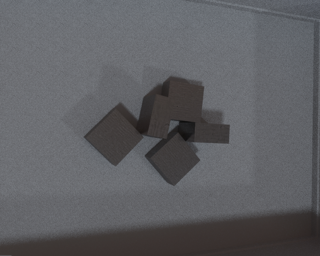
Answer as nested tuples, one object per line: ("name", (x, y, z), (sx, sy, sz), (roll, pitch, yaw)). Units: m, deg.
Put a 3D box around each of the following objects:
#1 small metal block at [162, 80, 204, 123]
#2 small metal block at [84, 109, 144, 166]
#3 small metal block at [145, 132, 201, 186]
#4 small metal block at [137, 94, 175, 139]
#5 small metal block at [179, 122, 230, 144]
("small metal block", (0.029, -0.034, 0.421), (0.050, 0.025, 0.050), (7, 88, -20))
("small metal block", (-0.058, 0.012, 0.388), (0.050, 0.025, 0.050), (-47, 105, -14))
("small metal block", (0.017, 0.041, 0.416), (0.050, 0.025, 0.050), (-43, 104, -15))
("small metal block", (-0.007, -0.014, 0.393), (0.025, 0.050, 0.050), (13, 86, -20))
("small metal block", (0.058, 0.007, 0.418), (0.050, 0.050, 0.025), (3, 89, -20))
